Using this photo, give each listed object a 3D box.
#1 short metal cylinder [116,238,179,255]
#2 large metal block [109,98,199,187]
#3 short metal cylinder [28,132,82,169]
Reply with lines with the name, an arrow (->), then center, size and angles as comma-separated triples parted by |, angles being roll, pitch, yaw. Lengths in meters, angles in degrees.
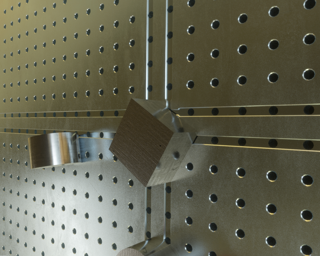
short metal cylinder -> -0.016, 0.191, 0.406 | 0.080, 0.050, 0.079 | 0, 90, 40
large metal block -> -0.011, 0.017, 0.402 | 0.080, 0.050, 0.079 | 40, 114, 32
short metal cylinder -> -0.175, 0.038, 0.518 | 0.080, 0.081, 0.050 | -14, 82, 39
